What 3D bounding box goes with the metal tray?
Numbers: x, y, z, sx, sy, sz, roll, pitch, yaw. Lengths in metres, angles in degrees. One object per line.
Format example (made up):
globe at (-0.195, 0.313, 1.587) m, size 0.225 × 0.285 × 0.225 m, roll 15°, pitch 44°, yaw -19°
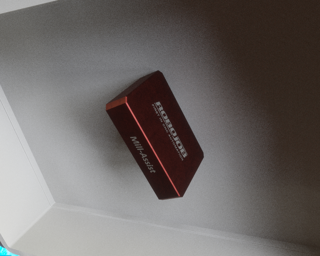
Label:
metal tray at (0.000, 0.007, 0.368) m, size 0.030 × 0.090 × 0.130 m, roll -17°, pitch 110°, yaw 34°
